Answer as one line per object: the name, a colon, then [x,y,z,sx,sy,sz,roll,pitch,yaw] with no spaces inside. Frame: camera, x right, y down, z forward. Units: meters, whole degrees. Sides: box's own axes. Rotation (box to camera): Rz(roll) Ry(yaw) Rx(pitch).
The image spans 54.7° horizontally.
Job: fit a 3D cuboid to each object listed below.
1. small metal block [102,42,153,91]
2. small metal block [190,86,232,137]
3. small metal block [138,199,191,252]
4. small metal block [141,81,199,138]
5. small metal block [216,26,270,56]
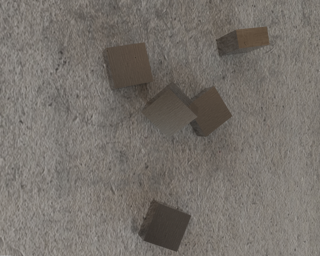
small metal block: [-0.041,-0.078,0.394,0.050,0.025,0.050,-14,95,-20]
small metal block: [0.064,-0.023,0.433,0.050,0.025,0.050,-37,102,-16]
small metal block: [0.006,0.129,0.411,0.050,0.025,0.050,26,81,-18]
small metal block: [0.014,-0.023,0.399,0.050,0.025,0.050,-38,107,27]
small metal block: [0.117,-0.122,0.438,0.050,0.050,0.025,-12,94,-20]
